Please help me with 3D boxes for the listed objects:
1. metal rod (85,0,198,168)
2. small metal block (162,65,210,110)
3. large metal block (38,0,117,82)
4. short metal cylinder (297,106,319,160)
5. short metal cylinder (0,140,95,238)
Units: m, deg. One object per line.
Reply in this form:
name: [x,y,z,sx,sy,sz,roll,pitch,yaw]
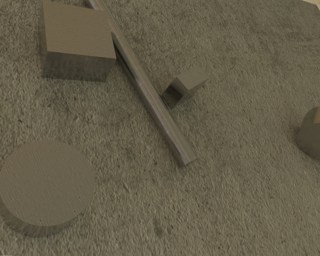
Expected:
metal rod: [-0.034,-0.080,0.435,0.025,0.025,0.299,-19,72,-36]
small metal block: [0.036,-0.059,0.444,0.050,0.050,0.025,-34,81,-38]
large metal block: [-0.108,-0.108,0.396,0.081,0.050,0.080,0,62,-29]
short metal cylinder: [0.276,0.009,0.515,0.080,0.080,0.050,41,51,-1]
short metal cylinder: [-0.109,0.058,0.294,0.081,0.050,0.080,14,56,-21]
